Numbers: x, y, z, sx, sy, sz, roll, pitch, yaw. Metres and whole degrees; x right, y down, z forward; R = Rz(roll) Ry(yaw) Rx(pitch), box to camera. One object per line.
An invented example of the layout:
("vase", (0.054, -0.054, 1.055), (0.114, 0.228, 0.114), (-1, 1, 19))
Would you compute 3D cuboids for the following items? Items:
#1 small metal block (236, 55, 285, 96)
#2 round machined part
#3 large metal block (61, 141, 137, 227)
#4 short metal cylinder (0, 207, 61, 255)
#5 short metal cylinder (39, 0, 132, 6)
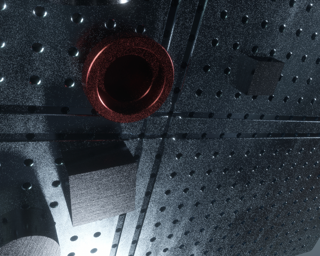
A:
("small metal block", (0.143, -0.074, 0.443), (0.050, 0.025, 0.050), (-3, 120, -27))
("round machined part", (-0.038, -0.058, 0.344), (0.099, 0.042, 0.097), (-14, 124, -21))
("large metal block", (-0.078, 0.070, 0.396), (0.081, 0.050, 0.079), (-9, 123, -24))
("short metal cylinder", (-0.172, 0.148, 0.393), (0.081, 0.050, 0.079), (-14, 124, -21))
("short metal cylinder", (-0.064, -0.135, 0.257), (0.081, 0.080, 0.050), (-12, 124, -22))
